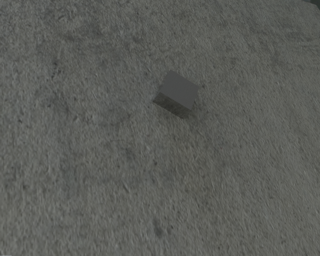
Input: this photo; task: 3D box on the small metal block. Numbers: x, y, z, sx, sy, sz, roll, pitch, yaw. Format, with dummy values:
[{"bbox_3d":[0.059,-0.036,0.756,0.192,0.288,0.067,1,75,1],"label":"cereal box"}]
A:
[{"bbox_3d":[0.024,-0.049,0.448,0.050,0.025,0.050,30,52,-10],"label":"small metal block"}]
